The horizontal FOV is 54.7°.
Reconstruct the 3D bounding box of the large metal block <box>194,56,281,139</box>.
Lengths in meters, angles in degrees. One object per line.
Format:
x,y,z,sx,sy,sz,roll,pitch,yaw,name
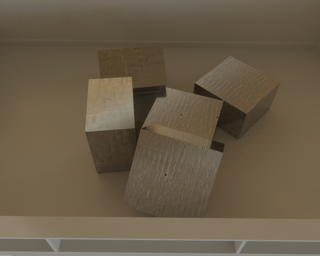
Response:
0.102,-0.044,0.425,0.080,0.050,0.080,36,58,26,large metal block

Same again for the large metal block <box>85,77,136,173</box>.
-0.055,-0.003,0.370,0.050,0.080,0.080,-4,50,-4,large metal block

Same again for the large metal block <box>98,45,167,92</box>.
-0.037,-0.075,0.423,0.081,0.080,0.050,-6,92,-5,large metal block

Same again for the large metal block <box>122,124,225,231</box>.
0.016,0.047,0.320,0.080,0.079,0.050,16,10,11,large metal block

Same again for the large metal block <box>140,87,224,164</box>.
0.028,0.001,0.388,0.080,0.050,0.080,15,52,12,large metal block
